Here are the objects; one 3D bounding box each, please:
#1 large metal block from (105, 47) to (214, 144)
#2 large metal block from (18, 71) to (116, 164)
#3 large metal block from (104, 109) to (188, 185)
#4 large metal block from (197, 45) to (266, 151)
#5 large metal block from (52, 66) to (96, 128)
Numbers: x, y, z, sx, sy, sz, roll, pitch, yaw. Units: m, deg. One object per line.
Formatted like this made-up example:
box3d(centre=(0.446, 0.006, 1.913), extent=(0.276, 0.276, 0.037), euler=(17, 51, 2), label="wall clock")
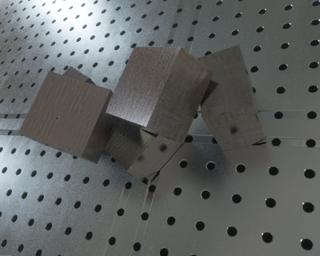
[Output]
box3d(centre=(-0.003, -0.037, 0.326), extent=(0.080, 0.050, 0.080), euler=(19, 84, 51), label="large metal block")
box3d(centre=(-0.103, -0.011, 0.367), extent=(0.080, 0.050, 0.080), euler=(18, 77, 13), label="large metal block")
box3d(centre=(-0.026, 0.011, 0.397), extent=(0.080, 0.050, 0.080), euler=(-48, 52, -6), label="large metal block")
box3d(centre=(0.080, -0.031, 0.349), extent=(0.050, 0.080, 0.080), euler=(-15, 56, 19), label="large metal block")
box3d(centre=(-0.119, -0.028, 0.450), extent=(0.050, 0.080, 0.080), euler=(34, 81, 38), label="large metal block")
